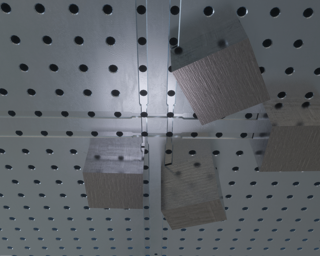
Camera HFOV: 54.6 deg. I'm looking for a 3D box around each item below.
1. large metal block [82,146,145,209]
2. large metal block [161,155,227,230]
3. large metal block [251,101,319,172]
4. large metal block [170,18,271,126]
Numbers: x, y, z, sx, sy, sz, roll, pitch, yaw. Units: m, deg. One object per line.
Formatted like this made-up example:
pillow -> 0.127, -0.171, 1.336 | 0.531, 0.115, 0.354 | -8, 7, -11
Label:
large metal block -> -0.064, 0.074, 0.458 | 0.080, 0.050, 0.080 | 2, 130, -2
large metal block -> 0.048, 0.094, 0.456 | 0.080, 0.080, 0.050 | -15, 129, 12
large metal block -> 0.172, 0.011, 0.406 | 0.080, 0.050, 0.080 | -1, 130, 0
large metal block -> 0.066, -0.060, 0.345 | 0.080, 0.050, 0.080 | -22, 127, 17
